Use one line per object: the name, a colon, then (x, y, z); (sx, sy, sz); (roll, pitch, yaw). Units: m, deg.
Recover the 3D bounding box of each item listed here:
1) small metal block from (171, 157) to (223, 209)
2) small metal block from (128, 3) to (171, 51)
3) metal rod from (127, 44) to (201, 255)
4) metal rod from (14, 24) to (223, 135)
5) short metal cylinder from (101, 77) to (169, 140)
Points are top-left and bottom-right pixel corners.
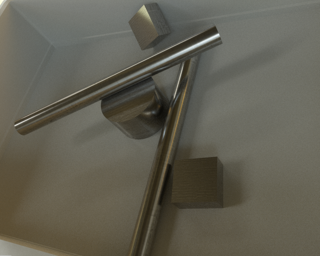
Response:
small metal block: (0.042, 0.062, 0.345); (0.050, 0.025, 0.050); (-7, 58, 24)
small metal block: (-0.017, -0.156, 0.479); (0.025, 0.050, 0.050); (-26, 1, -36)
metal rod: (0.014, 0.009, 0.391); (0.025, 0.025, 0.300); (2, 62, 29)
metal rod: (-0.064, -0.057, 0.408); (0.301, 0.025, 0.025); (-23, 54, 14)
short metal cylinder: (-0.033, -0.031, 0.424); (0.080, 0.050, 0.080); (-13, 56, 20)
